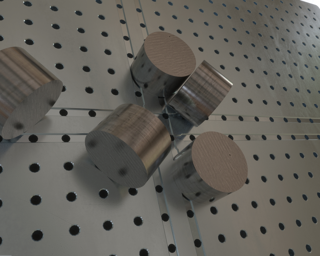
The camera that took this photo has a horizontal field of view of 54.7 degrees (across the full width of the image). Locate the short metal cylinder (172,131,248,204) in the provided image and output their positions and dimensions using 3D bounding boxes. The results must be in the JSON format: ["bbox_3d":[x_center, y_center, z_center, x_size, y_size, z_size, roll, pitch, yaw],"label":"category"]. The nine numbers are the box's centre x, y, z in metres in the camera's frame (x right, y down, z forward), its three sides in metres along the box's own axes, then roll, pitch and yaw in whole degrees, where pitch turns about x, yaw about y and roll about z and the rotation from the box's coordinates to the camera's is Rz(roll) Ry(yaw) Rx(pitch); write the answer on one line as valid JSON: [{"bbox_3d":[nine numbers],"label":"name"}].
[{"bbox_3d":[0.063,0.051,0.395,0.081,0.050,0.080,14,56,-21],"label":"short metal cylinder"}]

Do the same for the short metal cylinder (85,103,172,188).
[{"bbox_3d":[-0.035,0.020,0.342,0.080,0.080,0.050,41,51,-1],"label":"short metal cylinder"}]

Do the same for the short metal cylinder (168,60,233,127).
[{"bbox_3d":[0.055,-0.048,0.431,0.050,0.080,0.080,39,51,-3],"label":"short metal cylinder"}]

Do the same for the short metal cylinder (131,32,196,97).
[{"bbox_3d":[0.005,-0.092,0.451,0.081,0.050,0.080,14,56,-21],"label":"short metal cylinder"}]

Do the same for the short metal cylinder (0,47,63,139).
[{"bbox_3d":[-0.147,-0.035,0.315,0.050,0.080,0.080,41,51,-1],"label":"short metal cylinder"}]
